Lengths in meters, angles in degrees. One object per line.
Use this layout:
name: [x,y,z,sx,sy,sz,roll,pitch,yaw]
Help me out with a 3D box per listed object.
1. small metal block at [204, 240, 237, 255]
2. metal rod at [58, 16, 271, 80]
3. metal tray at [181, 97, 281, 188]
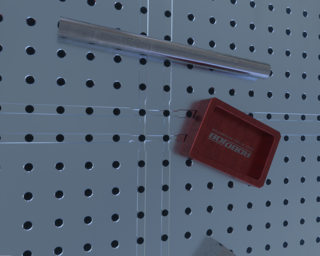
small metal block: [0.089,0.200,0.447,0.050,0.025,0.050,41,77,-16]
metal rod: [0.021,-0.103,0.421,0.302,0.025,0.025,7,88,-20]
metal tray: [0.105,0.023,0.450,0.131,0.030,0.090,25,82,-19]
